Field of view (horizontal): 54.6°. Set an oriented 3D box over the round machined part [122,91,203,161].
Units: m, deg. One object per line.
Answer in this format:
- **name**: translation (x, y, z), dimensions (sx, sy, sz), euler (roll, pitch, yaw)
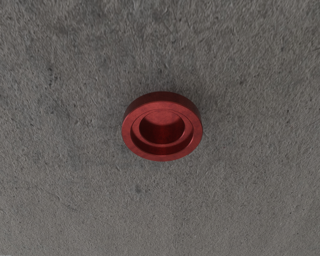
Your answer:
- **round machined part**: translation (0.003, -0.006, 0.391), dimensions (0.099, 0.042, 0.097), euler (0, 130, 0)
